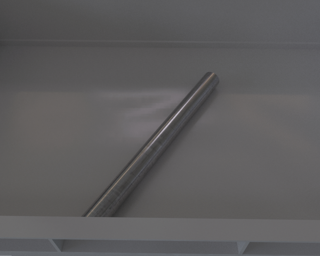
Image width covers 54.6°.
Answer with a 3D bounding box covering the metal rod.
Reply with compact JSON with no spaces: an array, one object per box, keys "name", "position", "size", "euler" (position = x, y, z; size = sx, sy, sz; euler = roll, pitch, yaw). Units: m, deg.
[{"name":"metal rod","position":[-0.005,0.022,0.386],"size":[0.025,0.025,0.301],"euler":[27,55,21]}]
